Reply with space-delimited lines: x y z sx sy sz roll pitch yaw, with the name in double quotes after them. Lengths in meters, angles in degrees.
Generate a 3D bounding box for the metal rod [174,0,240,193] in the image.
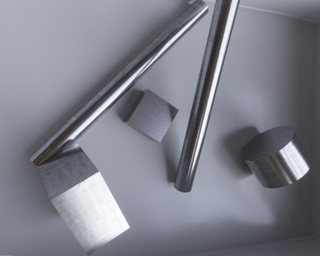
0.057 -0.054 0.368 0.025 0.025 0.298 2 114 -20 "metal rod"

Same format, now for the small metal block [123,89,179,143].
-0.012 -0.016 0.407 0.050 0.025 0.050 34 79 -17 "small metal block"

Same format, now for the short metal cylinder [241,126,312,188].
0.166 0.041 0.445 0.080 0.080 0.050 -39 103 -16 "short metal cylinder"

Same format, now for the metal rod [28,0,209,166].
-0.042 -0.063 0.395 0.301 0.025 0.025 -47 105 -14 "metal rod"

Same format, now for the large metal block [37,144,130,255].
-0.085 0.075 0.339 0.050 0.080 0.080 -31 120 -18 "large metal block"
